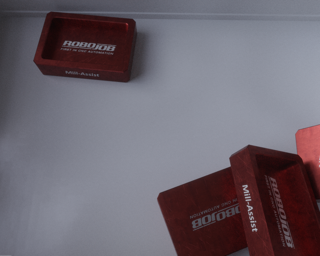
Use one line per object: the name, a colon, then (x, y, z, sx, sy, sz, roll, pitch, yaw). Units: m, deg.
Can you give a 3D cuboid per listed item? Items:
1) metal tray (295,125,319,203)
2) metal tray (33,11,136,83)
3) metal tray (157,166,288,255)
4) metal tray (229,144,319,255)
metal tray: (0.224, 0.033, 0.347, 0.030, 0.130, 0.090, 17, 66, -34)
metal tray: (-0.104, -0.118, 0.449, 0.131, 0.030, 0.090, 6, 70, 2)
metal tray: (0.072, 0.101, 0.370, 0.131, 0.030, 0.090, -19, 71, -7)
metal tray: (0.130, 0.087, 0.332, 0.091, 0.030, 0.130, 12, 56, -28)
